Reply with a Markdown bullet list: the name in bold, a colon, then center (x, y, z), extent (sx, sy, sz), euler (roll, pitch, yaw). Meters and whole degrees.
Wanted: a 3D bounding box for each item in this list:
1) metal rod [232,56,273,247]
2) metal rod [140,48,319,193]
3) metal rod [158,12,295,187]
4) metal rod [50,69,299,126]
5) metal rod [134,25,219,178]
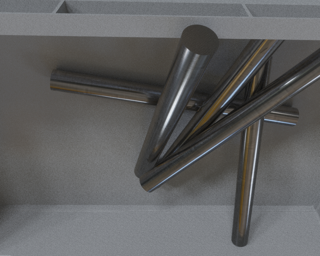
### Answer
- **metal rod**: center (0.116, 0.051, 0.407), extent (0.025, 0.025, 0.298), euler (-3, 122, 2)
- **metal rod**: center (0.089, -0.011, 0.339), extent (0.299, 0.025, 0.025), euler (-38, 121, 25)
- **metal rod**: center (0.049, -0.005, 0.374), extent (0.025, 0.025, 0.298), euler (18, 137, -15)
- **metal rod**: center (0.024, -0.035, 0.379), extent (0.302, 0.025, 0.025), euler (8, 130, -8)
- **metal rod**: center (0.000, 0.004, 0.333), extent (0.025, 0.025, 0.299), euler (8, 155, -7)
